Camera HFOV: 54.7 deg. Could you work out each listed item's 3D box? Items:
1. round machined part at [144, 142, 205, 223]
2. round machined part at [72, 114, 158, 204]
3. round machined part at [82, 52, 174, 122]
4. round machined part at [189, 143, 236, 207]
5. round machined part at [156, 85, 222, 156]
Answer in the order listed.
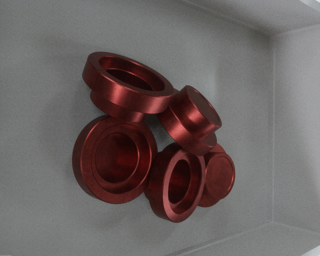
[{"bbox_3d":[0.016,0.066,0.393,0.099,0.042,0.097,-13,107,-52],"label":"round machined part"},{"bbox_3d":[-0.053,0.033,0.349,0.099,0.042,0.097,0,90,-40],"label":"round machined part"},{"bbox_3d":[-0.037,-0.042,0.340,0.099,0.098,0.042,3,124,-40],"label":"round machined part"},{"bbox_3d":[0.074,0.068,0.458,0.099,0.042,0.097,0,90,-40],"label":"round machined part"},{"bbox_3d":[0.041,-0.016,0.394,0.098,0.042,0.098,39,25,-22],"label":"round machined part"}]
